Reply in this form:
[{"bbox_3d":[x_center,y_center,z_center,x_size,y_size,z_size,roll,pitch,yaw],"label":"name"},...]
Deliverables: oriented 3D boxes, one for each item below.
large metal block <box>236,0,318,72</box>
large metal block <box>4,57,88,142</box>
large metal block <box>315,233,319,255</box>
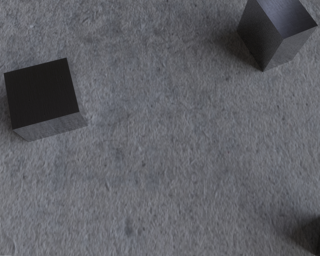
[{"bbox_3d":[0.158,-0.139,0.432,0.050,0.080,0.080,-23,72,-8],"label":"large metal block"},{"bbox_3d":[-0.148,-0.036,0.406,0.081,0.050,0.080,-16,71,-6],"label":"large metal block"},{"bbox_3d":[0.232,0.130,0.334,0.080,0.080,0.050,20,71,7],"label":"large metal block"}]
